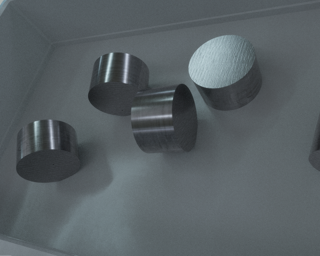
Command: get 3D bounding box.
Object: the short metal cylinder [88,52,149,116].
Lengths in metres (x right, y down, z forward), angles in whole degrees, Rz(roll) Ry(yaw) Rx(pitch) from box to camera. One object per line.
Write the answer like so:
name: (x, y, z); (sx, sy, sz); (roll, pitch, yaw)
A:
short metal cylinder: (-0.056, -0.059, 0.435); (0.080, 0.080, 0.050); (-11, 57, 22)

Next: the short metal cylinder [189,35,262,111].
short metal cylinder: (0.082, -0.069, 0.388); (0.080, 0.050, 0.080); (-13, 56, 20)

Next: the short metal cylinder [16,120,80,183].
short metal cylinder: (-0.154, 0.033, 0.429); (0.080, 0.080, 0.050); (-27, 53, 11)

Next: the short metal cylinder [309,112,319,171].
short metal cylinder: (0.178, 0.013, 0.269); (0.080, 0.080, 0.050); (11, 67, 32)

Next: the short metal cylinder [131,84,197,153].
short metal cylinder: (0.008, -0.010, 0.371); (0.050, 0.080, 0.080); (-5, 60, 26)
